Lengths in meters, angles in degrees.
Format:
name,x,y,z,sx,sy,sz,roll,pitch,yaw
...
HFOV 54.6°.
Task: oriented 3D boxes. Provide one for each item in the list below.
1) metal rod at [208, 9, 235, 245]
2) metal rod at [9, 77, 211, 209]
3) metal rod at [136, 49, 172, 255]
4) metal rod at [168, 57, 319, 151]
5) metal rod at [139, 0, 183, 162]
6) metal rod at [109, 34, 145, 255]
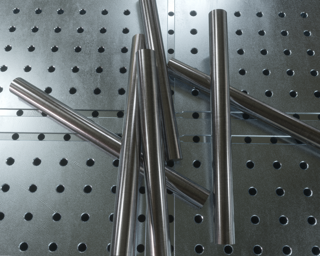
name,x,y,z,sx,sy,sz,roll,pitch,yaw
metal rod,0.078,-0.011,0.395,0.025,0.025,0.299,1,78,0
metal rod,-0.072,0.014,0.406,0.301,0.025,0.025,30,73,10
metal rod,-0.006,0.052,0.366,0.025,0.025,0.299,-4,80,-2
metal rod,0.143,-0.019,0.419,0.301,0.025,0.025,28,73,10
metal rod,-0.005,-0.101,0.432,0.025,0.025,0.299,-8,75,-3
metal rod,-0.034,0.000,0.388,0.025,0.025,0.299,2,61,1
